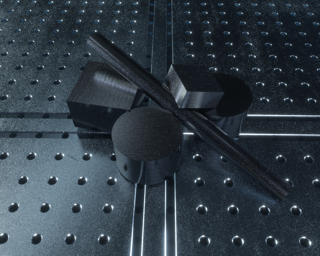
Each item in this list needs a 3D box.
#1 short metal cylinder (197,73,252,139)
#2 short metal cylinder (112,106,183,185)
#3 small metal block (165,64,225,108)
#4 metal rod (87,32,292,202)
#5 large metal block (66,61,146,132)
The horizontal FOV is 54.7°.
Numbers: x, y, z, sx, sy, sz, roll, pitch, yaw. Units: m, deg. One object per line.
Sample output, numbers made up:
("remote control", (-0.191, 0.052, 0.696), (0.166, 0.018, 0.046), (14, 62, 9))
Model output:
("short metal cylinder", (0.076, -0.028, 0.411), (0.081, 0.050, 0.080), (0, 50, 0))
("short metal cylinder", (-0.014, 0.020, 0.369), (0.081, 0.050, 0.080), (0, 50, 0))
("small metal block", (0.041, -0.050, 0.371), (0.050, 0.025, 0.050), (-2, 47, -25))
("metal rod", (0.026, -0.021, 0.375), (0.300, 0.025, 0.025), (40, 60, 12))
("large metal block", (-0.068, -0.042, 0.419), (0.080, 0.050, 0.080), (9, 51, 7))
